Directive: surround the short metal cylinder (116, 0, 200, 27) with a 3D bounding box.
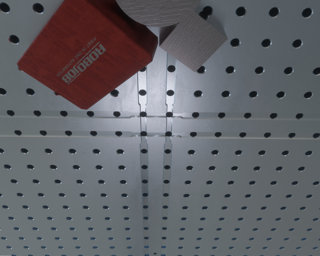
[{"bbox_3d":[-0.001,-0.139,0.277,0.081,0.050,0.079,0,130,0],"label":"short metal cylinder"}]

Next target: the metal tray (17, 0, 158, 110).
[{"bbox_3d":[-0.077,-0.077,0.319,0.090,0.030,0.130,36,138,-27],"label":"metal tray"}]

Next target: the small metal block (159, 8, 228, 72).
[{"bbox_3d":[0.034,-0.096,0.330,0.050,0.025,0.050,31,124,-24],"label":"small metal block"}]
